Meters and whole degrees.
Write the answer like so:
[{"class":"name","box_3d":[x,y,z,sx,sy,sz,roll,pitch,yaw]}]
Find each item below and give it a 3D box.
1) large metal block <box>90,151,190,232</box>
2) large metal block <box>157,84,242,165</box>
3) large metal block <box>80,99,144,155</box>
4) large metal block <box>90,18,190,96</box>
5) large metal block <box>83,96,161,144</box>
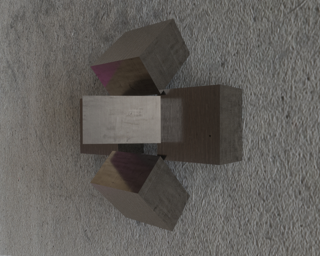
[{"class":"large metal block","box_3d":[-0.023,0.075,0.380,0.080,0.080,0.050,2,48,40]},{"class":"large metal block","box_3d":[0.044,-0.004,0.349,0.080,0.050,0.079,0,90,39]},{"class":"large metal block","box_3d":[-0.069,-0.003,0.445,0.080,0.050,0.079,0,90,39]},{"class":"large metal block","box_3d":[-0.023,-0.083,0.380,0.080,0.080,0.050,0,134,40]},{"class":"large metal block","box_3d":[-0.043,-0.009,0.362,0.080,0.081,0.050,179,90,-84]}]
